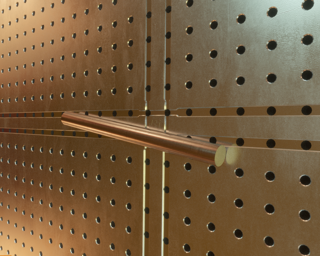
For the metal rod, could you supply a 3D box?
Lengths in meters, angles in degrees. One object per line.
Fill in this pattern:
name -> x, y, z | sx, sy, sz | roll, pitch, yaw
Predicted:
metal rod -> -0.046, 0.007, 0.445 | 0.300, 0.025, 0.025 | 12, 98, 39
